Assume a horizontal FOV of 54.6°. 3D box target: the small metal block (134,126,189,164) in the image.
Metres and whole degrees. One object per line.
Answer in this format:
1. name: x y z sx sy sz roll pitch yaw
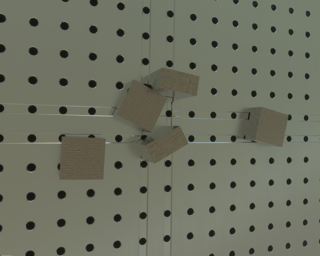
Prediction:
1. small metal block: 0.001 0.020 0.399 0.050 0.050 0.025 -29 100 -18

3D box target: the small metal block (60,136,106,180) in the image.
1. small metal block: -0.095 0.036 0.378 0.050 0.025 0.050 3 89 -20

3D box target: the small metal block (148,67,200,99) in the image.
1. small metal block: 0.016 -0.057 0.405 0.050 0.050 0.025 10 87 -20

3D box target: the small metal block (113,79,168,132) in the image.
1. small metal block: -0.026 -0.028 0.403 0.050 0.025 0.050 28 81 -18

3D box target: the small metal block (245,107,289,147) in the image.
1. small metal block: 0.163 -0.001 0.472 0.050 0.025 0.050 14 85 -20
